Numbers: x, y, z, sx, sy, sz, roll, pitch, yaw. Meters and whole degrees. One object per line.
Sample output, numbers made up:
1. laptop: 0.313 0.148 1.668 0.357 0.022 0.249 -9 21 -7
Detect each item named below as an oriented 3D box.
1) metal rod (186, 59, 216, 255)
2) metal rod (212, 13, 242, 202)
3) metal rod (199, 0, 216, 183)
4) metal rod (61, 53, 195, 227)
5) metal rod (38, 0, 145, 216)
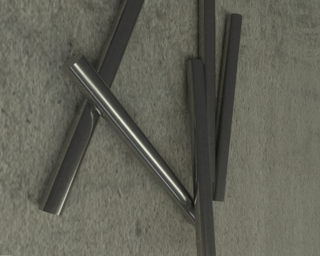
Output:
1. metal rod: 0.056 0.052 0.425 0.025 0.025 0.298 6 78 -40
2. metal rod: 0.105 -0.036 0.495 0.025 0.025 0.298 12 83 -40
3. metal rod: 0.071 -0.069 0.466 0.025 0.025 0.298 0 90 -40
4. metal rod: -0.011 0.038 0.376 0.025 0.025 0.300 -54 128 -26
5. metal rod: -0.066 -0.053 0.350 0.025 0.025 0.299 29 72 -37
